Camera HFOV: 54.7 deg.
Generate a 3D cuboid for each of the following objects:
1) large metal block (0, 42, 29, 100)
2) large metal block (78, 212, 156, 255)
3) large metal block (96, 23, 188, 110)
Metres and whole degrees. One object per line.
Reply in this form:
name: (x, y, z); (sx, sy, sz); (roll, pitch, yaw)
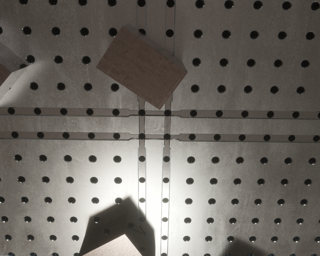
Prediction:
large metal block: (-0.224, -0.070, 0.371); (0.080, 0.050, 0.080); (42, 104, -14)
large metal block: (-0.062, 0.189, 0.469); (0.080, 0.050, 0.080); (-30, 108, 10)
large metal block: (-0.019, -0.074, 0.357); (0.080, 0.080, 0.050); (33, 107, -12)
